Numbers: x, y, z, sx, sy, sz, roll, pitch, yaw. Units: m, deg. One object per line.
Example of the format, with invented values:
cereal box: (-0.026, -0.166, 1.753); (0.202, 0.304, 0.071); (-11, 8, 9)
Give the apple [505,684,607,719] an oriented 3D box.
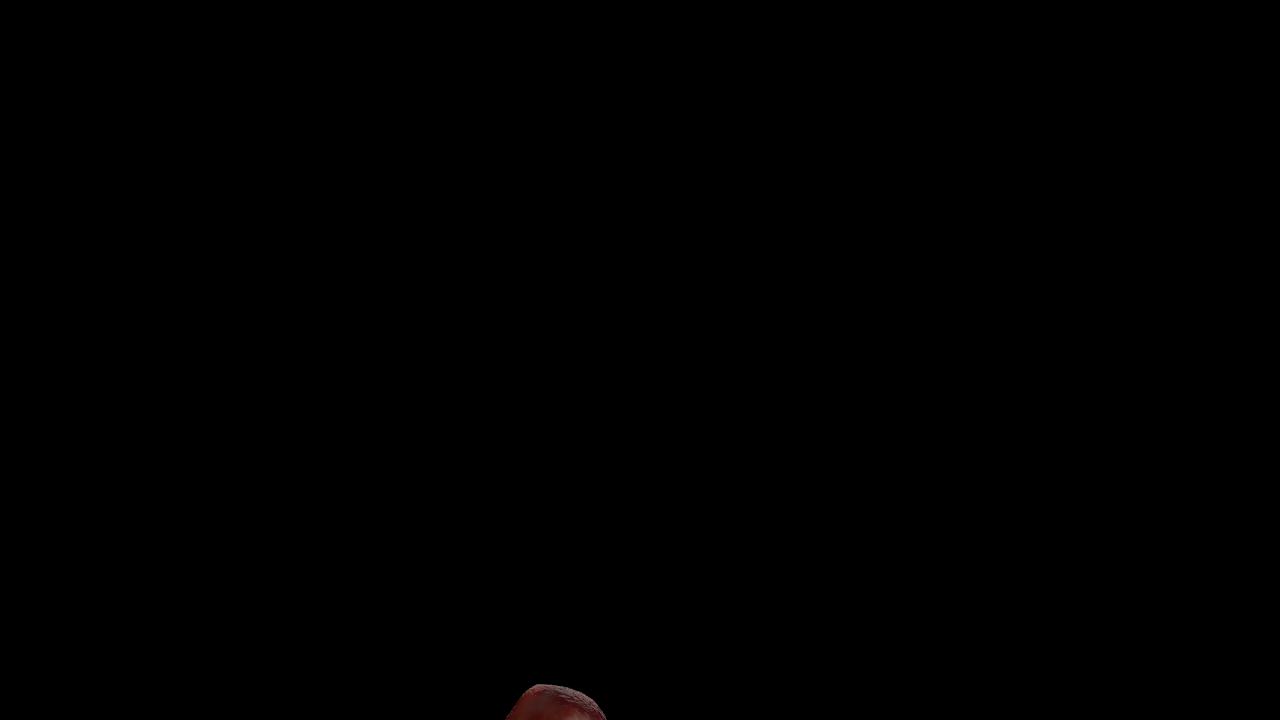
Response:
apple: (-0.063, 0.276, 0.443); (0.079, 0.079, 0.093); (0, -10, -30)
